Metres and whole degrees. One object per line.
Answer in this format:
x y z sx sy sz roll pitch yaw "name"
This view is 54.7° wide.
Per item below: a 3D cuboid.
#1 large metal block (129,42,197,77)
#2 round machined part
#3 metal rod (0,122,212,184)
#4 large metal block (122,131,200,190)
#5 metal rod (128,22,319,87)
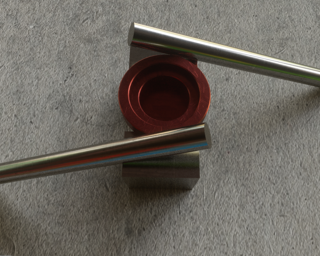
0.004 -0.072 0.406 0.081 0.080 0.050 1 70 0 "large metal block"
0.005 -0.030 0.349 0.099 0.042 0.098 0 70 -1 "round machined part"
-0.094 0.035 0.336 0.301 0.025 0.025 -12 69 19 "metal rod"
0.001 0.041 0.365 0.081 0.080 0.050 1 70 0 "large metal block"
0.109 -0.083 0.384 0.302 0.025 0.025 7 69 -21 "metal rod"
